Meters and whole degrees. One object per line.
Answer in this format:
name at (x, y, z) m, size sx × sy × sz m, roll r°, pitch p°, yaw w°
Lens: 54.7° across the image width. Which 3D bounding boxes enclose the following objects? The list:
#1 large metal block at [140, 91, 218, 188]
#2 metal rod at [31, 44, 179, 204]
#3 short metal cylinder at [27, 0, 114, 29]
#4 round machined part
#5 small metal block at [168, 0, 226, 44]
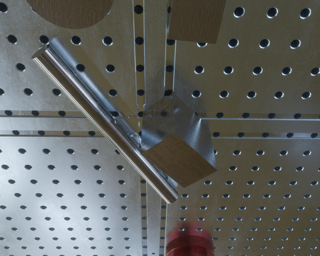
large metal block at (0.023, 0.014, 0.388) m, size 0.050 × 0.080 × 0.080 m, roll -33°, pitch 123°, yaw 25°
metal rod at (-0.056, 0.015, 0.423) m, size 0.025 × 0.025 × 0.300 m, roll -24°, pitch 127°, yaw 18°
short metal cylinder at (-0.078, -0.137, 0.277) m, size 0.081 × 0.050 × 0.079 m, roll 0°, pitch 130°, yaw 0°
round machined part at (0.061, 0.263, 0.626) m, size 0.099 × 0.042 × 0.097 m, roll -1°, pitch 130°, yaw 0°
small metal block at (0.036, -0.116, 0.313) m, size 0.050 × 0.025 × 0.050 m, roll 4°, pitch 130°, yaw -4°
